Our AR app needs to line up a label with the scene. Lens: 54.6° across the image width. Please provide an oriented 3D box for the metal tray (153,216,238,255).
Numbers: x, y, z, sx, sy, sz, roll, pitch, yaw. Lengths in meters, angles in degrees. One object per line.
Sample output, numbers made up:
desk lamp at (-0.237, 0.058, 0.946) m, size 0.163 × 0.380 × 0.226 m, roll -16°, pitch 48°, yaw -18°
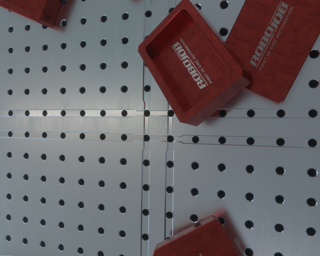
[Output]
metal tray at (0.060, 0.186, 0.375) m, size 0.090 × 0.030 × 0.130 m, roll -27°, pitch 81°, yaw -1°

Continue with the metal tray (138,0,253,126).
metal tray at (0.036, -0.079, 0.372) m, size 0.090 × 0.030 × 0.130 m, roll -41°, pitch 61°, yaw 23°

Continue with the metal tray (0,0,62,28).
metal tray at (-0.212, -0.223, 0.485) m, size 0.130 × 0.030 × 0.090 m, roll 26°, pitch 99°, yaw 18°

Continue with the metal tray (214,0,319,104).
metal tray at (0.131, -0.104, 0.364) m, size 0.090 × 0.030 × 0.129 m, roll 28°, pitch 99°, yaw 17°
